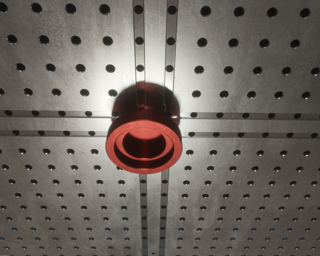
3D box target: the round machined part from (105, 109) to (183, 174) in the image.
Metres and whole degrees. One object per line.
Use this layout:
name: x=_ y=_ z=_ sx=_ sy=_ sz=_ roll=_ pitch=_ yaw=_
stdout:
round machined part: x=-0.020 y=0.014 z=0.412 sx=0.099 sy=0.042 sz=0.097 roll=-1 pitch=130 yaw=0
